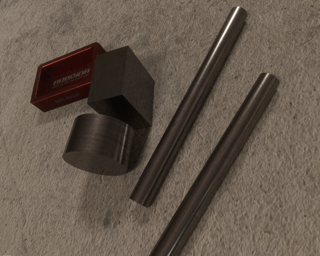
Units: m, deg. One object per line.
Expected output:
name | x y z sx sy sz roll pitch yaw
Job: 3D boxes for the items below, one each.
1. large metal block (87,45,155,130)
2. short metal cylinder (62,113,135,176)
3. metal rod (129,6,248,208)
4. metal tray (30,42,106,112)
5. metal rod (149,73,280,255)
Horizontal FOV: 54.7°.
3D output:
large metal block | -0.049 -0.050 0.424 0.050 0.080 0.080 -11 57 22
short metal cylinder | -0.076 0.023 0.392 0.080 0.080 0.050 -3 60 26
metal rod | 0.044 -0.038 0.403 0.025 0.025 0.300 18 71 34
metal tray | -0.155 -0.087 0.532 0.130 0.030 0.090 -16 55 18
metal rod | 0.049 0.064 0.338 0.025 0.025 0.300 25 75 36
